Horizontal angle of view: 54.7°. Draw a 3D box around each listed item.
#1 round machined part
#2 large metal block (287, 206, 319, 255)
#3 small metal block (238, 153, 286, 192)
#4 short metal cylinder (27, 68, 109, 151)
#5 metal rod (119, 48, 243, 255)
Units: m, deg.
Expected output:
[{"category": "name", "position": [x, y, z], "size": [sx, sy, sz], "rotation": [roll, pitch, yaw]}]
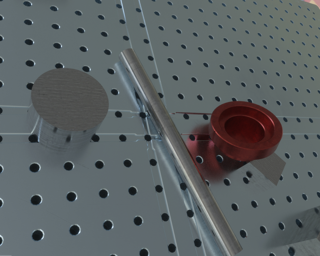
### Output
[{"category": "round machined part", "position": [0.118, 0.009, 0.440], "size": [0.099, 0.042, 0.098], "rotation": [2, 44, -2]}, {"category": "large metal block", "position": [0.234, 0.160, 0.420], "size": [0.081, 0.050, 0.080], "rotation": [-34, 81, -38]}, {"category": "small metal block", "position": [0.151, 0.056, 0.455], "size": [0.050, 0.025, 0.050], "rotation": [42, 51, 0]}, {"category": "short metal cylinder", "position": [-0.104, -0.020, 0.348], "size": [0.081, 0.050, 0.080], "rotation": [14, 56, -21]}, {"category": "metal rod", "position": [0.019, 0.021, 0.405], "size": [0.025, 0.025, 0.299], "rotation": [-16, 70, -35]}]
